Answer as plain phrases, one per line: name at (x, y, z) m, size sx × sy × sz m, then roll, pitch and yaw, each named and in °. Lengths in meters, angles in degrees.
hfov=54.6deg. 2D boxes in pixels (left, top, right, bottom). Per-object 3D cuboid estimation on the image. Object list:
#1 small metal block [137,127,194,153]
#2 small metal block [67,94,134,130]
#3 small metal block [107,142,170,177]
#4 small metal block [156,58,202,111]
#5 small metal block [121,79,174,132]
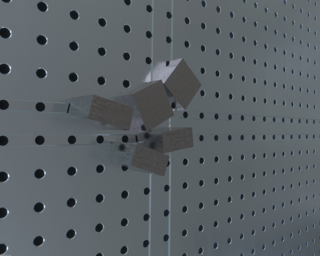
small metal block at (0.007, 0.014, 0.397) m, size 0.050 × 0.050 × 0.025 m, roll -9°, pitch 96°, yaw -40°
small metal block at (-0.065, -0.015, 0.338) m, size 0.050 × 0.050 × 0.025 m, roll 17°, pitch 79°, yaw -39°
small metal block at (-0.026, 0.037, 0.370) m, size 0.050 × 0.050 × 0.025 m, roll 25°, pitch 75°, yaw -37°
small metal block at (0.024, -0.059, 0.428) m, size 0.050 × 0.025 × 0.050 m, roll 49°, pitch 61°, yaw -29°
small metal block at (-0.015, -0.028, 0.396) m, size 0.050 × 0.025 × 0.050 m, roll -33°, pitch 110°, yaw -35°
